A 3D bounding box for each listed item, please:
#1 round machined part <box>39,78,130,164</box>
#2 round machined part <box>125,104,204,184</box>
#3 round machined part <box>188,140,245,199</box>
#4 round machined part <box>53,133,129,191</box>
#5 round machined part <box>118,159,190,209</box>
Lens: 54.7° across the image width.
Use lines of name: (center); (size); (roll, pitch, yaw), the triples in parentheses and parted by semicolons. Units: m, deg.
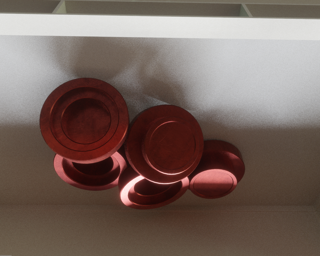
round machined part: (-0.085, -0.006, 0.366); (0.099, 0.098, 0.042); (2, 166, -2)
round machined part: (0.009, 0.020, 0.377); (0.099, 0.042, 0.097); (0, 91, -17)
round machined part: (0.075, 0.067, 0.453); (0.099, 0.042, 0.097); (-1, 130, 0)
round machined part: (-0.092, 0.040, 0.427); (0.099, 0.042, 0.097); (-1, 130, 0)
round machined part: (-0.011, 0.072, 0.442); (0.099, 0.042, 0.097); (-10, 137, -9)
